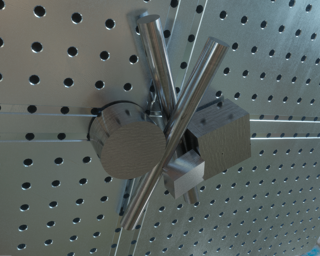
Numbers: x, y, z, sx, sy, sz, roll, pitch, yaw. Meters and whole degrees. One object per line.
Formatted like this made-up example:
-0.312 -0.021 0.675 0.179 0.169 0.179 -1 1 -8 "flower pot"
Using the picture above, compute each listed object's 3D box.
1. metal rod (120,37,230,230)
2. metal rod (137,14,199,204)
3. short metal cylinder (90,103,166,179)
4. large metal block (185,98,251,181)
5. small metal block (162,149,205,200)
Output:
0.007 0.026 0.402 0.025 0.025 0.298 6 123 -32 "metal rod"
0.020 0.000 0.417 0.025 0.025 0.298 -25 128 -13 "metal rod"
-0.040 0.016 0.378 0.081 0.050 0.079 -14 125 -21 "short metal cylinder"
0.081 0.016 0.444 0.081 0.050 0.080 -25 128 -14 "large metal block"
0.033 0.064 0.423 0.050 0.025 0.050 -30 144 -19 "small metal block"
